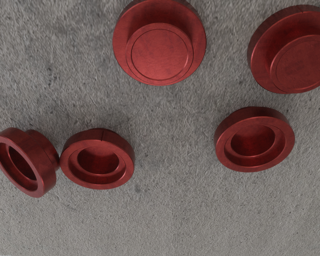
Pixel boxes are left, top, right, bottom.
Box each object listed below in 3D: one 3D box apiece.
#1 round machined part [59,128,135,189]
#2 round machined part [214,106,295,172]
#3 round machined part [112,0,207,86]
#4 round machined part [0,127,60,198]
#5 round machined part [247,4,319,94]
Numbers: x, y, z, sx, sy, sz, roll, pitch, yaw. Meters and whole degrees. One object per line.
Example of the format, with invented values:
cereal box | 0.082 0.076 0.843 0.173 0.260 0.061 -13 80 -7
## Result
round machined part | -0.083 0.038 0.428 0.099 0.042 0.097 0 130 0
round machined part | 0.119 0.011 0.406 0.099 0.042 0.097 0 130 0
round machined part | 0.000 -0.085 0.324 0.099 0.042 0.097 0 130 0
round machined part | -0.172 0.041 0.410 0.098 0.042 0.097 19 130 26
round machined part | 0.148 -0.076 0.332 0.099 0.042 0.097 0 130 0
